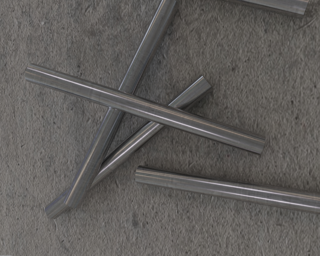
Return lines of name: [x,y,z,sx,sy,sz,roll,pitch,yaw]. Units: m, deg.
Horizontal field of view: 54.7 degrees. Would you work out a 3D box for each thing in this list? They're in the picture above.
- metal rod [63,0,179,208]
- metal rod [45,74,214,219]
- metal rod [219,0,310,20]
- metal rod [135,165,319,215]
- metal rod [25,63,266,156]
metal rod: [-0.052,-0.032,0.411,0.025,0.025,0.299,27,93,18]
metal rod: [-0.051,0.034,0.427,0.300,0.025,0.025,-40,78,15]
metal rod: [0.033,-0.188,0.397,0.301,0.025,0.025,22,97,18]
metal rod: [0.113,0.077,0.368,0.301,0.025,0.025,6,92,19]
metal rod: [-0.022,-0.025,0.382,0.301,0.025,0.025,18,96,6]
